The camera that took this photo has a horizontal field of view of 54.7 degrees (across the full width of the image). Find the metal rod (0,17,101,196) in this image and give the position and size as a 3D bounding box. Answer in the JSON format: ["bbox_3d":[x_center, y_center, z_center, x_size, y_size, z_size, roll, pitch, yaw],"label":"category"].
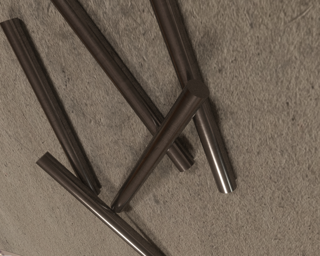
[{"bbox_3d":[-0.160,-0.016,0.478,0.025,0.025,0.298,-6,116,30],"label":"metal rod"}]

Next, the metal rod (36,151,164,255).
[{"bbox_3d":[-0.084,0.151,0.519,0.300,0.025,0.025,46,129,-14],"label":"metal rod"}]

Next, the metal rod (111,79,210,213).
[{"bbox_3d":[-0.017,0.047,0.415,0.025,0.025,0.298,36,137,3],"label":"metal rod"}]

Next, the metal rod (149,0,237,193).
[{"bbox_3d":[0.036,-0.051,0.355,0.025,0.025,0.299,-9,114,32],"label":"metal rod"}]

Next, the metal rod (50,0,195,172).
[{"bbox_3d":[-0.051,-0.067,0.390,0.025,0.025,0.299,-29,103,37],"label":"metal rod"}]
